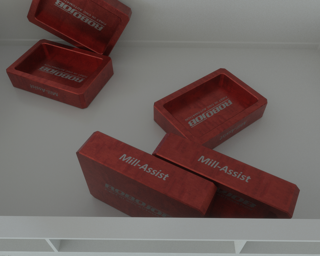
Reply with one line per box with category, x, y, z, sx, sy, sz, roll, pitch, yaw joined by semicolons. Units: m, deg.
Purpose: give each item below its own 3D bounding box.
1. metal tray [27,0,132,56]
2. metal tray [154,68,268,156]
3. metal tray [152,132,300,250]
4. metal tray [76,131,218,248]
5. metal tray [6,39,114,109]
metal tray;-0.120;-0.171;0.467;0.131;0.090;0.030;27;39;-19
metal tray;0.068;-0.025;0.423;0.131;0.030;0.090;-30;56;-23
metal tray;0.056;0.064;0.309;0.130;0.089;0.030;23;54;17
metal tray;-0.015;0.063;0.309;0.130;0.089;0.030;22;54;17
metal tray;-0.149;-0.086;0.471;0.130;0.030;0.090;18;52;14
